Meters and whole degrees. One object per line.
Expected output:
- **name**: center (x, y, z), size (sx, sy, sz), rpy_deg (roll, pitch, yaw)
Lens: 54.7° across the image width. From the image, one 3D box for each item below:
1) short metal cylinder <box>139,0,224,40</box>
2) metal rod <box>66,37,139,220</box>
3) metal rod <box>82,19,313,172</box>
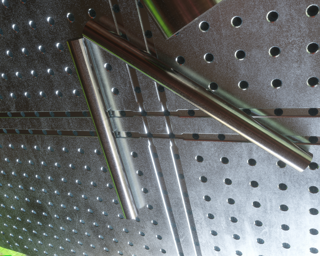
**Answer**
- **short metal cylinder**: center (0.025, -0.125, 0.285), size (0.080, 0.080, 0.050), rpy_deg (-26, 104, 37)
- **metal rod**: center (-0.078, 0.016, 0.462), size (0.025, 0.025, 0.298), rpy_deg (2, 119, 27)
- **metal rod**: center (0.038, -0.042, 0.365), size (0.301, 0.025, 0.025), rpy_deg (33, 129, 6)
